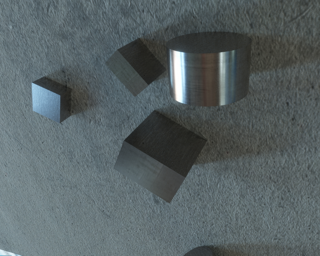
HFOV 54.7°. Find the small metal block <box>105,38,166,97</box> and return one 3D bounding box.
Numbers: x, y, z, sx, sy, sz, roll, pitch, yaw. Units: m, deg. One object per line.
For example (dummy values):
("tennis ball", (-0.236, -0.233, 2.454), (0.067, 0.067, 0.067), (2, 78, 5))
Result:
("small metal block", (-0.027, -0.071, 0.359), (0.050, 0.050, 0.025), (48, 129, -6))

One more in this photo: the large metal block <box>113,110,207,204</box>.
("large metal block", (0.002, 0.033, 0.389), (0.080, 0.080, 0.050), (31, 128, 8))

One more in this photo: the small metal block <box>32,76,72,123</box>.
("small metal block", (-0.162, -0.042, 0.464), (0.050, 0.025, 0.050), (24, 127, 13))

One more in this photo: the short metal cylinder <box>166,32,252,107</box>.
("short metal cylinder", (0.048, -0.061, 0.307), (0.080, 0.080, 0.050), (9, 122, 23))

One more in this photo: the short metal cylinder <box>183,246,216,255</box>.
("short metal cylinder", (0.063, 0.233, 0.481), (0.080, 0.080, 0.050), (-31, 102, 37))
